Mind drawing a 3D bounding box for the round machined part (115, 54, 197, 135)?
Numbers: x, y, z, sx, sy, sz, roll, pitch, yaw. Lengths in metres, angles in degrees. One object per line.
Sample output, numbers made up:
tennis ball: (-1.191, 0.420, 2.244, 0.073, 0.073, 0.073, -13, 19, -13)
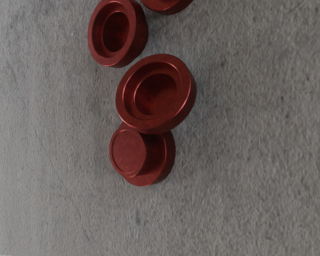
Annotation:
round machined part: (-0.002, -0.038, 0.379, 0.098, 0.042, 0.098, -10, 66, 23)

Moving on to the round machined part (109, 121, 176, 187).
round machined part: (-0.031, 0.030, 0.417, 0.098, 0.042, 0.097, 0, 90, 39)

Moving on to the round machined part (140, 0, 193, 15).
round machined part: (0.005, -0.197, 0.388, 0.098, 0.042, 0.097, 0, 90, 39)

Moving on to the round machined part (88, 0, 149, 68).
round machined part: (-0.055, -0.133, 0.437, 0.098, 0.042, 0.097, 0, 90, 39)
